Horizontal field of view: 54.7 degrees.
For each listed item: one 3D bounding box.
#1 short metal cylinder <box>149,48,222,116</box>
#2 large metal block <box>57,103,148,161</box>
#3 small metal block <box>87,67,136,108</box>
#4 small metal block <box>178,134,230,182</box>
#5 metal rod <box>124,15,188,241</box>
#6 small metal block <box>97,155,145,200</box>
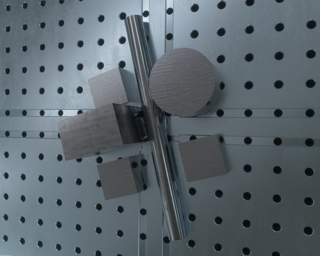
[{"bbox_3d":[0.033,-0.054,0.387,0.080,0.050,0.079,0,90,19],"label":"short metal cylinder"},{"bbox_3d":[-0.072,0.005,0.406,0.080,0.080,0.050,-16,85,19],"label":"large metal block"},{"bbox_3d":[-0.068,-0.052,0.435,0.050,0.025,0.050,-18,84,18],"label":"small metal block"},{"bbox_3d":[0.055,0.038,0.392,0.050,0.025,0.050,-15,85,19],"label":"small metal block"},{"bbox_3d":[-0.006,-0.004,0.413,0.025,0.025,0.298,-13,86,19],"label":"metal rod"},{"bbox_3d":[-0.054,0.069,0.431,0.050,0.025,0.050,-16,85,19],"label":"small metal block"}]
